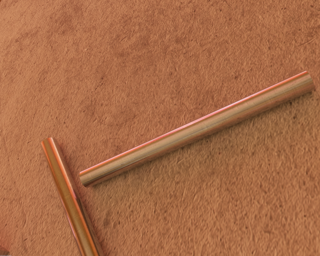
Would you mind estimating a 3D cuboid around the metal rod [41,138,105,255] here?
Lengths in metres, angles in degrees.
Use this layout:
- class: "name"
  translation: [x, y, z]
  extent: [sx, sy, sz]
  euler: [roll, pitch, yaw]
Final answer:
- class: "metal rod"
  translation: [-0.099, 0.117, 0.382]
  extent: [0.025, 0.025, 0.300]
  euler: [-39, 51, 2]

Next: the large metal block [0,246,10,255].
- class: "large metal block"
  translation: [-0.264, 0.184, 0.411]
  extent: [0.080, 0.050, 0.080]
  euler: [13, 68, 33]

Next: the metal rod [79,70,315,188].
- class: "metal rod"
  translation: [0.034, 0.007, 0.380]
  extent: [0.301, 0.025, 0.025]
  euler: [-24, 53, 12]
